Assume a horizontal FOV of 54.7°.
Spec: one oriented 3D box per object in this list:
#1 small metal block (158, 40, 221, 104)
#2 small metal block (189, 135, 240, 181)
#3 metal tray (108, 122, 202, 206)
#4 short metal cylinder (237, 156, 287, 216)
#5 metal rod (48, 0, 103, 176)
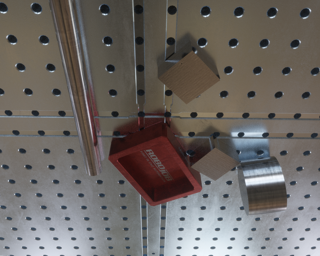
[{"bbox_3d":[0.033,-0.063,0.359,0.050,0.025,0.050,-36,122,26],"label":"small metal block"},{"bbox_3d":[0.079,0.045,0.451,0.050,0.025,0.050,31,124,-24],"label":"small metal block"},{"bbox_3d":[-0.004,0.059,0.458,0.090,0.030,0.130,-22,127,17],"label":"metal tray"},{"bbox_3d":[0.145,0.083,0.449,0.050,0.080,0.080,-8,130,6],"label":"short metal cylinder"},{"bbox_3d":[-0.097,-0.051,0.366,0.025,0.025,0.298,0,130,-1],"label":"metal rod"}]
